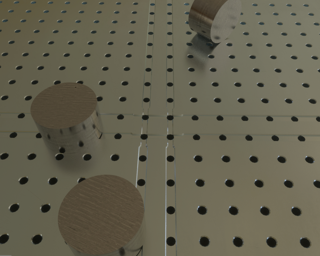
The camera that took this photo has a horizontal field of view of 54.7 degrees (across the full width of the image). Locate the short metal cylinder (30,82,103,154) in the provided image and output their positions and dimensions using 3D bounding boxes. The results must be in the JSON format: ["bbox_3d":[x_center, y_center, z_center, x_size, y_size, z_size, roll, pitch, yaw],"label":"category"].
[{"bbox_3d":[-0.118,-0.014,0.402,0.081,0.050,0.080,0,50,0],"label":"short metal cylinder"}]

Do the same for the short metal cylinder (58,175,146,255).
[{"bbox_3d":[-0.055,0.094,0.311,0.081,0.050,0.080,0,50,0],"label":"short metal cylinder"}]

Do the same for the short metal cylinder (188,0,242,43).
[{"bbox_3d":[0.095,-0.195,0.536,0.080,0.080,0.050,-36,59,-26],"label":"short metal cylinder"}]
